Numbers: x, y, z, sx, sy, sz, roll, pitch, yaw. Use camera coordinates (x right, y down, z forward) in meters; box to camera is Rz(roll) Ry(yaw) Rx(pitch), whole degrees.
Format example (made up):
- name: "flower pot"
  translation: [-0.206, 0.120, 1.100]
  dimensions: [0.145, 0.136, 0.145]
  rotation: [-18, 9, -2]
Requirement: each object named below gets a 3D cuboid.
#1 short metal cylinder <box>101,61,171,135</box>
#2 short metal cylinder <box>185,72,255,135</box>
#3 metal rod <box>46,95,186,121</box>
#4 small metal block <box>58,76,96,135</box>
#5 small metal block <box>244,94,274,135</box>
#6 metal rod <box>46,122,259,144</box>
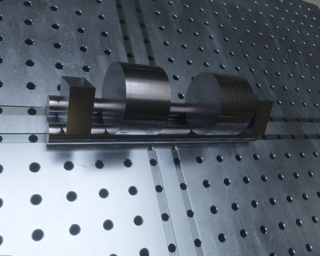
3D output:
- name: "short metal cylinder"
  translation: [-0.029, -0.032, 0.348]
  dimensions: [0.050, 0.080, 0.080]
  rotation: [1, 62, -28]
- name: "short metal cylinder"
  translation: [0.075, -0.031, 0.404]
  dimensions: [0.050, 0.080, 0.080]
  rotation: [1, 62, -28]
- name: "metal rod"
  translation: [0.005, -0.023, 0.425]
  dimensions: [0.303, 0.025, 0.025]
  rotation: [1, 62, -28]
- name: "small metal block"
  translation: [-0.090, -0.025, 0.330]
  dimensions: [0.025, 0.050, 0.050]
  rotation: [1, 20, -28]
- name: "small metal block"
  translation: [0.130, -0.022, 0.446]
  dimensions: [0.025, 0.050, 0.050]
  rotation: [0, 21, -28]
- name: "metal rod"
  translation: [0.010, 0.007, 0.409]
  dimensions: [0.303, 0.025, 0.025]
  rotation: [1, 62, -28]
